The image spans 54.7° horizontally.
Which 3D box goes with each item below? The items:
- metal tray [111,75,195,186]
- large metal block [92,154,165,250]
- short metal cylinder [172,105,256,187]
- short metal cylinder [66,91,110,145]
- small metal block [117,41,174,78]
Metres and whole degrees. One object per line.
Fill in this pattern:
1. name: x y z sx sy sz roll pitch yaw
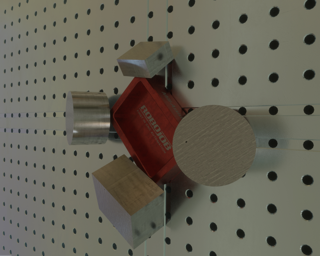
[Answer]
1. metal tray: -0.010 0.000 0.413 0.090 0.030 0.130 -49 61 29
2. large metal block: -0.041 0.095 0.404 0.080 0.050 0.079 38 144 33
3. short metal cylinder: 0.058 0.017 0.325 0.080 0.050 0.079 0 90 13
4. short metal cylinder: -0.110 -0.015 0.465 0.080 0.050 0.079 180 90 -65
5. small metal block: -0.019 -0.090 0.405 0.050 0.050 0.025 12 135 39
